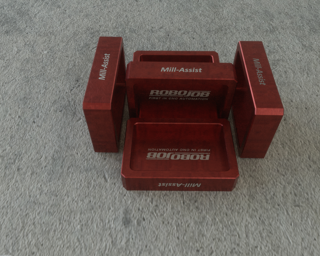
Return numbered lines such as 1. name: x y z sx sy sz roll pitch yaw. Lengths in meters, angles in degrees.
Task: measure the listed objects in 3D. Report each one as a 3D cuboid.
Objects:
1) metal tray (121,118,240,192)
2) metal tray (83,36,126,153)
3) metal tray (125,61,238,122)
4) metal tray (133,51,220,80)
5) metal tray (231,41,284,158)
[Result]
1. metal tray: 0.023 0.030 0.378 0.131 0.030 0.090 1 49 0
2. metal tray: -0.066 -0.044 0.399 0.030 0.090 0.130 1 51 1
3. metal tray: 0.025 -0.041 0.398 0.131 0.090 0.030 1 52 1
4. metal tray: 0.024 -0.076 0.465 0.131 0.030 0.090 0 53 0
5. metal tray: 0.116 -0.038 0.395 0.030 0.090 0.130 1 50 1
